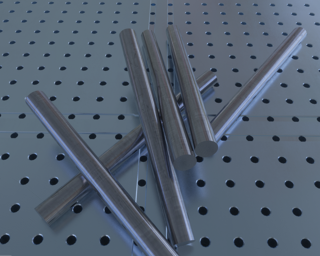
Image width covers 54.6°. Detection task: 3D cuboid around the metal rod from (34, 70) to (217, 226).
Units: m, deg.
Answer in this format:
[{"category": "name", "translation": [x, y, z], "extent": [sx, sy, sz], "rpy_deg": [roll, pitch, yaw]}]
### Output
[{"category": "metal rod", "translation": [-0.024, 0.009, 0.400], "extent": [0.025, 0.025, 0.301], "rpy_deg": [35, 58, 25]}]

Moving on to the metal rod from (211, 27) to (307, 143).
[{"category": "metal rod", "translation": [0.154, -0.076, 0.472], "extent": [0.025, 0.025, 0.301], "rpy_deg": [31, 56, 23]}]

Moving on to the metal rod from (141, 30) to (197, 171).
[{"category": "metal rod", "translation": [0.003, -0.062, 0.433], "extent": [0.025, 0.025, 0.300], "rpy_deg": [-7, 42, -6]}]

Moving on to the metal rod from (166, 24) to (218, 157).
[{"category": "metal rod", "translation": [0.036, -0.075, 0.441], "extent": [0.025, 0.025, 0.300], "rpy_deg": [-4, 41, -3]}]

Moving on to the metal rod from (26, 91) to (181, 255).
[{"category": "metal rod", "translation": [-0.055, 0.063, 0.327], "extent": [0.025, 0.025, 0.300], "rpy_deg": [-34, 66, -25]}]

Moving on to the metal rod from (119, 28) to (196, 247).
[{"category": "metal rod", "translation": [-0.012, -0.010, 0.383], "extent": [0.025, 0.025, 0.299], "rpy_deg": [-11, 61, -9]}]
